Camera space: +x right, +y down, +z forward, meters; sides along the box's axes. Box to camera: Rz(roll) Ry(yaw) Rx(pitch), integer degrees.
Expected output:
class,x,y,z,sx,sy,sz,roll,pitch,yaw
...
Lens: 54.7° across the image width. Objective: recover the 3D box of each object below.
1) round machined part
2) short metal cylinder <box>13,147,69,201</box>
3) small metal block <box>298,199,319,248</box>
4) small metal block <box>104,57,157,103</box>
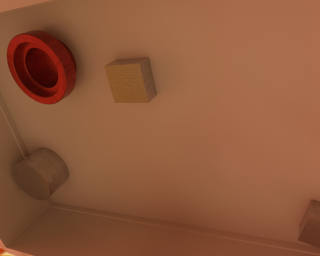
class,x,y,z,sx,sy,sz,roll,pitch,yaw
round machined part,-0.155,-0.085,0.425,0.098,0.042,0.097,13,124,20
short metal cylinder,-0.211,0.082,0.551,0.080,0.050,0.079,13,124,20
small metal block,0.202,0.121,0.377,0.050,0.025,0.050,16,125,18
small metal block,-0.036,-0.059,0.389,0.050,0.025,0.050,2,120,26
